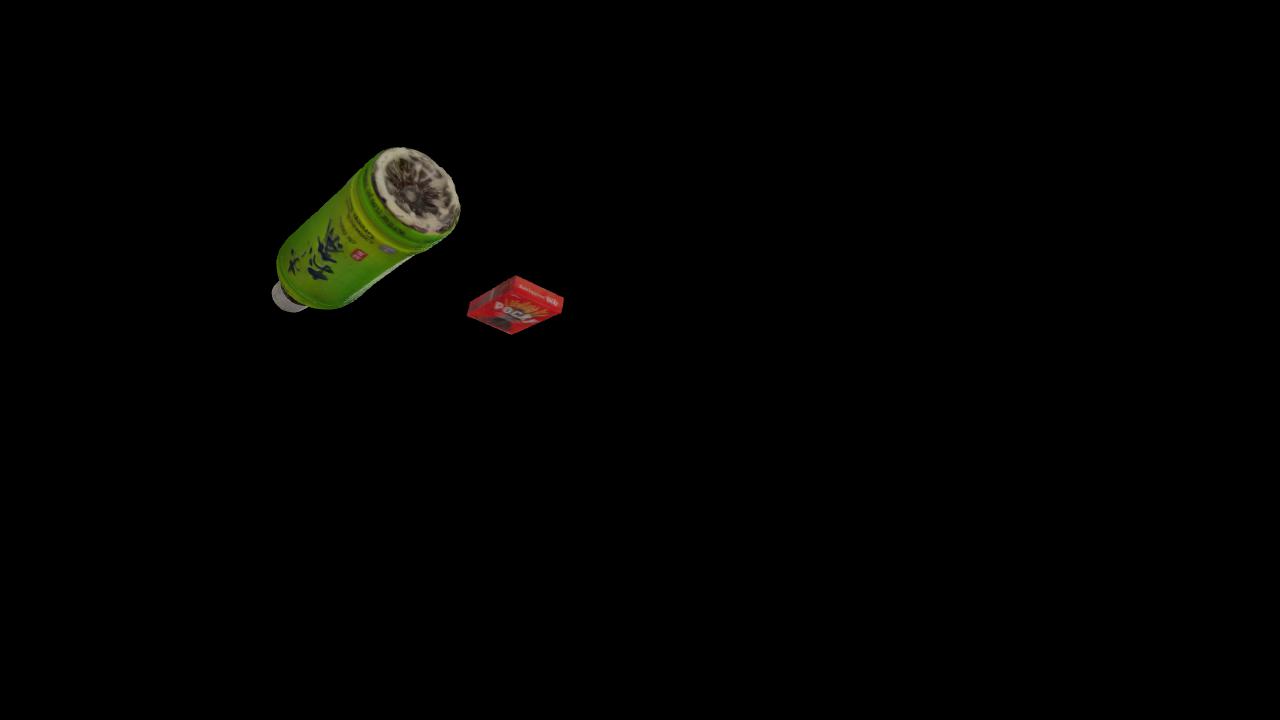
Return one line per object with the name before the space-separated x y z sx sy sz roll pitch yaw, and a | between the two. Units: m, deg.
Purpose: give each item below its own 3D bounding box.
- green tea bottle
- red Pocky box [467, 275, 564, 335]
green tea bottle | -0.228 -0.085 0.480 0.212 0.073 0.073 -23 -14 36
red Pocky box | -0.186 -0.077 0.904 0.083 0.028 0.155 25 -24 -32
